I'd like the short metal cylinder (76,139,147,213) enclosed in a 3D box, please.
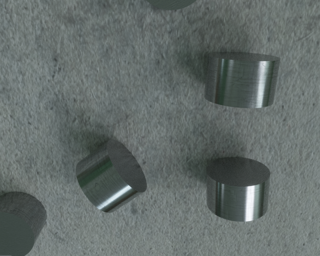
[{"bbox_3d":[-0.062,0.062,0.402,0.050,0.080,0.080,-35,107,12],"label":"short metal cylinder"}]

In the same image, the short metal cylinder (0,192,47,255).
[{"bbox_3d":[-0.212,0.139,0.445,0.081,0.050,0.079,0,110,-1],"label":"short metal cylinder"}]

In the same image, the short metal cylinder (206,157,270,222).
[{"bbox_3d":[0.102,0.078,0.411,0.081,0.080,0.050,-3,110,1],"label":"short metal cylinder"}]

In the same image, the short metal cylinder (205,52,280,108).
[{"bbox_3d":[0.094,-0.058,0.360,0.081,0.080,0.050,1,110,-1],"label":"short metal cylinder"}]

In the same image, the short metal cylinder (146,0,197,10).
[{"bbox_3d":[0.012,-0.170,0.334,0.081,0.050,0.079,0,110,-1],"label":"short metal cylinder"}]
